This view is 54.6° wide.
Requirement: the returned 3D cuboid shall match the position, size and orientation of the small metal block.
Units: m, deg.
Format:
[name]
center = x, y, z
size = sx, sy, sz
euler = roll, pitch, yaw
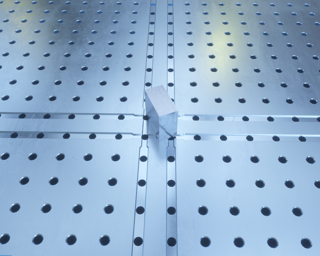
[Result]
[small metal block]
center = 0.001, -0.019, 0.408
size = 0.025, 0.050, 0.050
euler = -18, 53, -14
